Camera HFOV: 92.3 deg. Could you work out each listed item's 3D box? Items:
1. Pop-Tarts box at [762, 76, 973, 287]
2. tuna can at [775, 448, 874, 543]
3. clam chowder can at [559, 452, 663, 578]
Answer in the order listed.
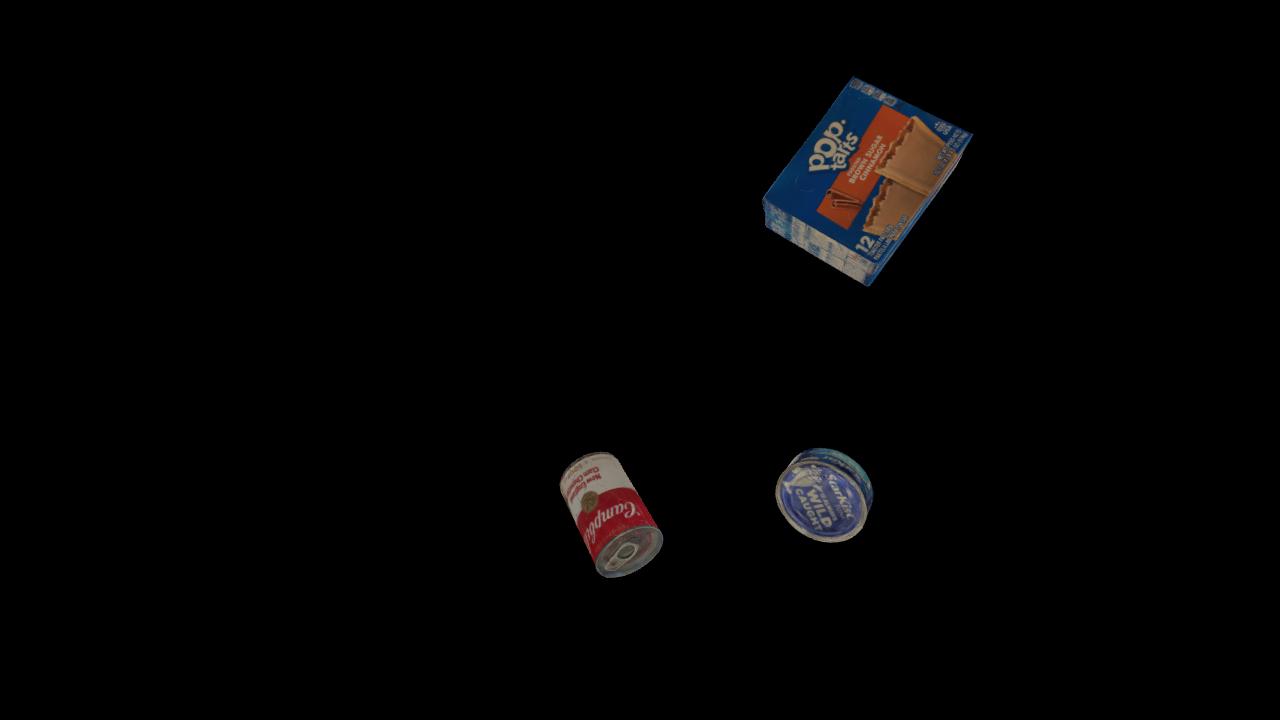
[{"bbox_3d":[0.240,-0.191,0.667,0.141,0.167,0.083,36,-3,17],"label":"Pop-Tarts box"},{"bbox_3d":[0.173,0.126,0.576,0.084,0.084,0.034,0,19,34],"label":"tuna can"},{"bbox_3d":[-0.030,0.146,0.592,0.068,0.068,0.102,0,35,-31],"label":"clam chowder can"}]
